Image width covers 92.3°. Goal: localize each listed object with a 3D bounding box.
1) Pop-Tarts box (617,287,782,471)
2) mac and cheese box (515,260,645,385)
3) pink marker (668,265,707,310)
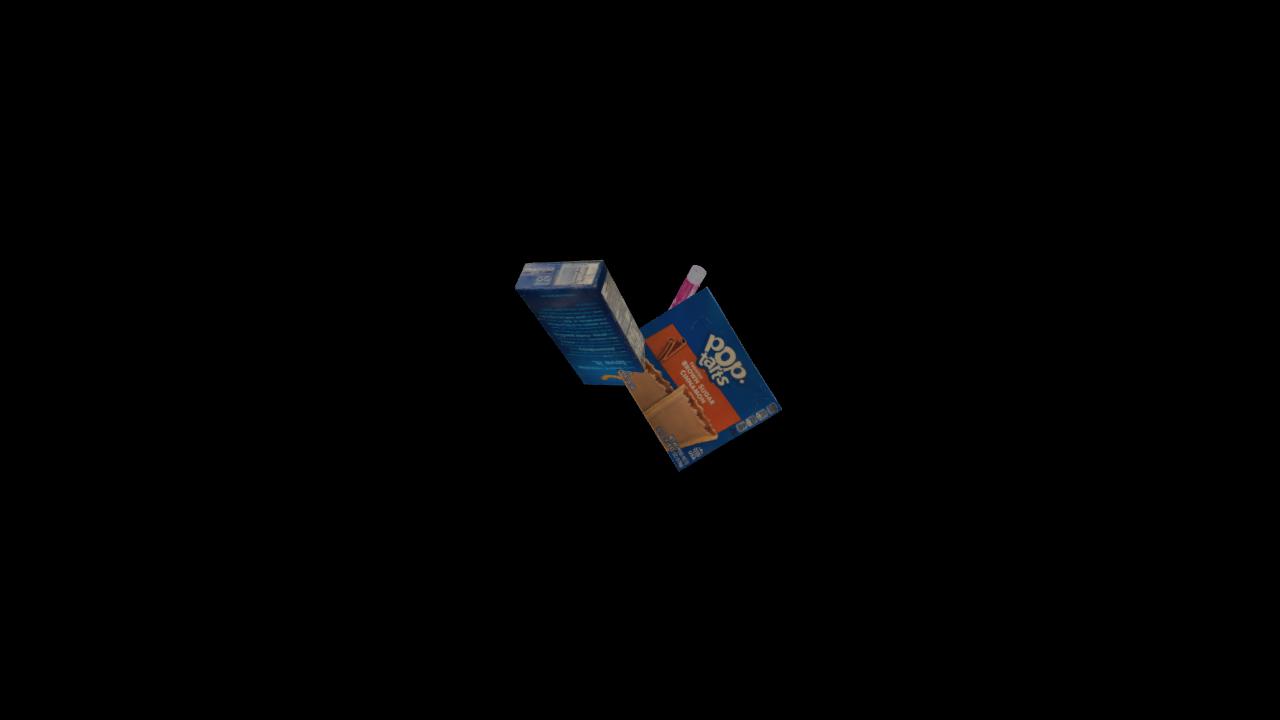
[{"bbox_3d":[0.062,0.022,0.736,0.141,0.167,0.083,-31,1,3],"label":"Pop-Tarts box"},{"bbox_3d":[-0.052,-0.034,0.676,0.093,0.041,0.184,0,-33,21],"label":"mac and cheese box"},{"bbox_3d":[0.043,-0.059,0.728,0.020,0.121,0.020,18,38,-15],"label":"pink marker"}]
